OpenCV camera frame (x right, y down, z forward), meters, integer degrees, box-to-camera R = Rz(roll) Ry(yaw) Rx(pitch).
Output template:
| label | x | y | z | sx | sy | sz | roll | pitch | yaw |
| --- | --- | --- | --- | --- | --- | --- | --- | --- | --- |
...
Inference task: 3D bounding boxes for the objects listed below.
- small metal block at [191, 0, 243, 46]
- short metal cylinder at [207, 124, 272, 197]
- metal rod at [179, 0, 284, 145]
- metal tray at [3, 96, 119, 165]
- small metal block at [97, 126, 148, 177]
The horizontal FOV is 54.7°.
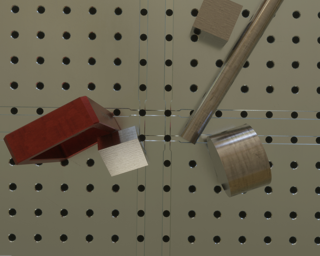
| label | x | y | z | sx | sy | sz | roll | pitch | yaw |
| --- | --- | --- | --- | --- | --- | --- | --- | --- | --- |
| small metal block | 0.075 | -0.146 | 0.414 | 0.050 | 0.025 | 0.050 | 23 | 90 | -1 |
| short metal cylinder | 0.097 | 0.040 | 0.387 | 0.050 | 0.080 | 0.080 | -19 | 90 | 0 |
| metal rod | 0.114 | -0.111 | 0.414 | 0.025 | 0.025 | 0.299 | 32 | 90 | -1 |
| metal tray | -0.102 | 0.007 | 0.358 | 0.090 | 0.130 | 0.030 | -28 | 85 | 0 |
| small metal block | -0.048 | 0.030 | 0.400 | 0.050 | 0.025 | 0.050 | -17 | 130 | -1 |
